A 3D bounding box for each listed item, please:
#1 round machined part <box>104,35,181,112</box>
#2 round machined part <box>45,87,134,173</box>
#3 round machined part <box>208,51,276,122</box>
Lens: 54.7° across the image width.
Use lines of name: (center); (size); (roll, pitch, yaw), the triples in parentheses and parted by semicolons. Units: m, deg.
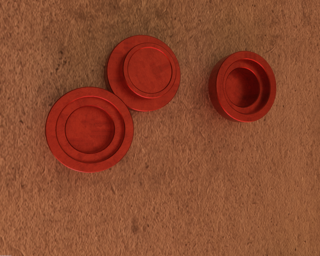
round machined part: (-0.018, -0.070, 0.393); (0.099, 0.042, 0.097); (0, 90, -20)
round machined part: (-0.084, 0.002, 0.369); (0.099, 0.042, 0.097); (0, 90, -20)
round machined part: (0.112, -0.057, 0.441); (0.099, 0.042, 0.097); (0, 90, -20)
